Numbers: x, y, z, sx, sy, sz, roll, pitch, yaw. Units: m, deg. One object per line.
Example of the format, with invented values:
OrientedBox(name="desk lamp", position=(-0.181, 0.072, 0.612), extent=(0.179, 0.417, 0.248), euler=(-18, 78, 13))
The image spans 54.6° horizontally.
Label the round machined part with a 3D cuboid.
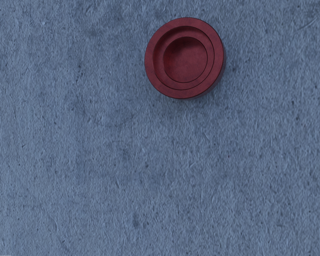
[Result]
OrientedBox(name="round machined part", position=(0.034, -0.083, 0.388), extent=(0.098, 0.042, 0.097), euler=(0, 90, 20))
